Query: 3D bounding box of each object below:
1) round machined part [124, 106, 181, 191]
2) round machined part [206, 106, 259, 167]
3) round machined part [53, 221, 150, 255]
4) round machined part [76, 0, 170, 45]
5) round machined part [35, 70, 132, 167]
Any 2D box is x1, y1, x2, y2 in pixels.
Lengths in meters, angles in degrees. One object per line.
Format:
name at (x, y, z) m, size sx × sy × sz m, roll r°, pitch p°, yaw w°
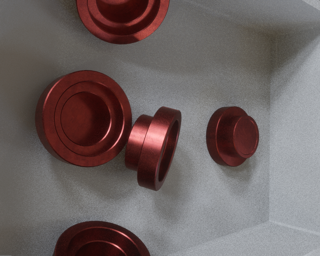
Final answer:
round machined part at (-0.009, 0.021, 0.366) m, size 0.098 × 0.042 × 0.097 m, roll 14°, pitch 91°, yaw -78°
round machined part at (0.122, 0.014, 0.498) m, size 0.099 × 0.042 × 0.097 m, roll 0°, pitch 90°, yaw -40°
round machined part at (-0.061, 0.144, 0.316) m, size 0.099 × 0.098 × 0.042 m, roll 5°, pitch 114°, yaw -40°
round machined part at (-0.042, -0.145, 0.337) m, size 0.099 × 0.098 × 0.042 m, roll 23°, pitch 33°, yaw -38°
round machined part at (-0.082, -0.010, 0.327) m, size 0.099 × 0.042 × 0.097 m, roll 0°, pitch 90°, yaw -40°
